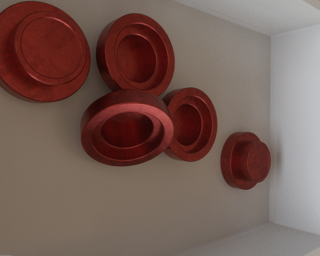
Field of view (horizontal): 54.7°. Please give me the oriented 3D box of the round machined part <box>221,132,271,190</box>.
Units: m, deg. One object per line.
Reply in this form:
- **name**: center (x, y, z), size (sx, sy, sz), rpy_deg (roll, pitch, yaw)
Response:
- **round machined part**: center (0.150, 0.055, 0.521), size (0.099, 0.042, 0.097), rpy_deg (0, 90, -40)

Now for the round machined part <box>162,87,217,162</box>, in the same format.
- **round machined part**: center (0.030, -0.004, 0.420), size (0.099, 0.042, 0.097), rpy_deg (0, 90, -40)

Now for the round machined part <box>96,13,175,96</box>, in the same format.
- **round machined part**: center (-0.032, -0.081, 0.368), size (0.099, 0.042, 0.097), rpy_deg (0, 90, -40)

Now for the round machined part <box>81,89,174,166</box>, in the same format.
- **round machined part**: center (-0.037, -0.004, 0.341), size (0.098, 0.098, 0.042), rpy_deg (28, 31, -37)

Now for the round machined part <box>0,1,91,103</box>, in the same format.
- **round machined part**: center (-0.112, -0.074, 0.301), size (0.099, 0.042, 0.097), rpy_deg (0, 90, -40)
